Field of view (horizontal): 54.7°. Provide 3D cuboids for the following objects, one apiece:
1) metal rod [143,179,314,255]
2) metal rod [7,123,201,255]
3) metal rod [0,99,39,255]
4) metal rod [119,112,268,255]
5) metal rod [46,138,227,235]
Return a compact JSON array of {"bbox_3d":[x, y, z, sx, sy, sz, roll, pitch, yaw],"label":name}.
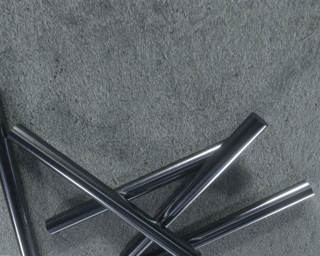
[{"bbox_3d":[0.083,0.156,0.467,0.300,0.025,0.025,-29,108,10],"label":"metal rod"},{"bbox_3d":[-0.072,0.093,0.418,0.301,0.025,0.025,36,106,-3],"label":"metal rod"},{"bbox_3d":[-0.210,0.076,0.435,0.025,0.025,0.298,-4,110,1],"label":"metal rod"},{"bbox_3d":[0.033,0.097,0.426,0.025,0.025,0.299,34,114,-12],"label":"metal rod"},{"bbox_3d":[-0.028,0.083,0.440,0.301,0.025,0.025,-25,108,9],"label":"metal rod"}]
